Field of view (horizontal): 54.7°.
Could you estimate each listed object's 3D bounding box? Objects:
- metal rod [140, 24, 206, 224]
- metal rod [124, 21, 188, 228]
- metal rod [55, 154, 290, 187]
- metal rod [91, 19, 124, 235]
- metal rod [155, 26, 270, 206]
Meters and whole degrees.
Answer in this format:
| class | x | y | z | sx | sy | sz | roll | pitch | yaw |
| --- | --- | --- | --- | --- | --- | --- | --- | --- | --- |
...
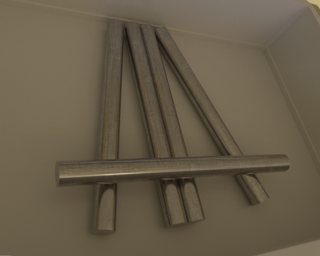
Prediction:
| class | x | y | z | sx | sy | sz | roll | pitch | yaw |
| --- | --- | --- | --- | --- | --- | --- | --- | --- | --- |
| metal rod | 0.009 | -0.023 | 0.423 | 0.025 | 0.025 | 0.299 | 1 | 61 | -28 |
| metal rod | -0.012 | -0.022 | 0.411 | 0.025 | 0.025 | 0.299 | 1 | 61 | -28 |
| metal rod | 0.037 | 0.046 | 0.362 | 0.303 | 0.025 | 0.025 | 1 | 61 | -28 |
| metal rod | -0.061 | -0.024 | 0.386 | 0.025 | 0.025 | 0.299 | 12 | 57 | -22 |
| metal rod | 0.068 | -0.028 | 0.457 | 0.025 | 0.025 | 0.299 | -17 | 71 | -35 |
